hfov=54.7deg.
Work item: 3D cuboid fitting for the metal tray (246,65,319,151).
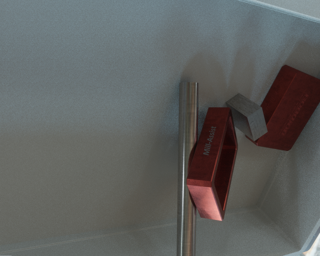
[{"bbox_3d":[0.206,-0.028,0.504,0.091,0.030,0.129,10,113,-33],"label":"metal tray"}]

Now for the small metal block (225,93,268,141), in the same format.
[{"bbox_3d":[0.127,-0.016,0.454,0.025,0.050,0.050,-34,129,-6],"label":"small metal block"}]

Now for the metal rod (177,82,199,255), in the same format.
[{"bbox_3d":[0.035,0.091,0.404,0.025,0.025,0.298,-1,93,-29],"label":"metal rod"}]

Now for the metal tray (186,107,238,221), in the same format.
[{"bbox_3d":[0.076,0.046,0.420,0.090,0.030,0.130,67,35,-42],"label":"metal tray"}]
